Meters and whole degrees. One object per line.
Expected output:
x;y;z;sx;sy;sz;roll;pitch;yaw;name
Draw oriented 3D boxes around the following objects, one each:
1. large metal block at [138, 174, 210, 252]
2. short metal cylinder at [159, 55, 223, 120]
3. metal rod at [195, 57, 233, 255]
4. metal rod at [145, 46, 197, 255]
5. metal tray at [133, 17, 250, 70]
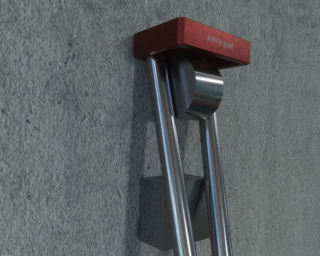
0.020;0.106;0.407;0.081;0.050;0.079;2;89;-40;large metal block
0.034;-0.050;0.402;0.050;0.080;0.079;3;89;-41;short metal cylinder
0.069;0.046;0.405;0.025;0.025;0.299;11;68;-40;metal rod
0.014;0.043;0.360;0.025;0.025;0.299;3;73;-40;metal rod
0.043;-0.102;0.401;0.131;0.090;0.030;3;89;-40;metal tray
